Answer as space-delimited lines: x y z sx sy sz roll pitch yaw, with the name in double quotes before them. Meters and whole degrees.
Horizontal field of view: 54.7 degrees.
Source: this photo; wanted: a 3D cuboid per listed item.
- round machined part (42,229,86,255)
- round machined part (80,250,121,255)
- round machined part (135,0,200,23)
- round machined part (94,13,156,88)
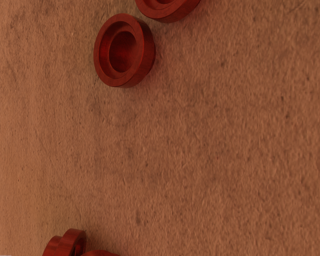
"round machined part" -0.151 0.204 0.475 0.042 0.098 0.097 10 98 4
"round machined part" -0.091 0.213 0.437 0.042 0.099 0.097 49 122 57
"round machined part" 0.017 -0.177 0.378 0.098 0.042 0.097 0 90 39
"round machined part" -0.044 -0.103 0.428 0.098 0.042 0.097 0 90 39
